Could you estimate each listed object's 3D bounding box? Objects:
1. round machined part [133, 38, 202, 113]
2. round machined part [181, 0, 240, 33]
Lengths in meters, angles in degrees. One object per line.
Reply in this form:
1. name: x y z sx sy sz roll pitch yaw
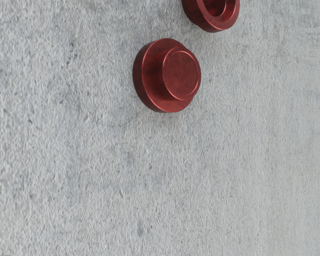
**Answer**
1. round machined part: 0.016 -0.069 0.407 0.099 0.042 0.097 0 90 -40
2. round machined part: 0.070 -0.188 0.451 0.099 0.042 0.097 0 90 -40
